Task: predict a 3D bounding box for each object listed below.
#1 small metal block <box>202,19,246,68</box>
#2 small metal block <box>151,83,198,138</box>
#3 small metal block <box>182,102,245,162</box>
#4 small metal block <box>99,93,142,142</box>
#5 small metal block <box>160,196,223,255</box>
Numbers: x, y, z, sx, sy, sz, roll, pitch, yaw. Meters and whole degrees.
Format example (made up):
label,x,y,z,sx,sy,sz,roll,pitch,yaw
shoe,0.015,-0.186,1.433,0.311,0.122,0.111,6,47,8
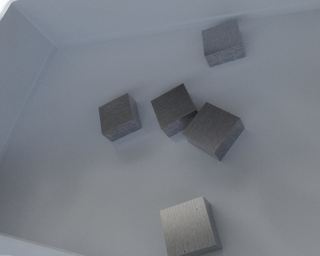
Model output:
label,x,y,z,sx,sy,sz,roll,pitch,yaw
small metal block,0.088,-0.118,0.432,0.050,0.025,0.050,-14,56,20
small metal block,0.021,-0.023,0.409,0.050,0.025,0.050,-28,52,10
small metal block,0.064,0.004,0.370,0.050,0.025,0.050,32,79,38
small metal block,-0.058,-0.015,0.446,0.050,0.025,0.050,-25,53,13
small metal block,0.032,0.106,0.324,0.050,0.025,0.050,-23,53,14
